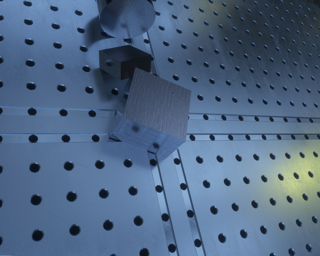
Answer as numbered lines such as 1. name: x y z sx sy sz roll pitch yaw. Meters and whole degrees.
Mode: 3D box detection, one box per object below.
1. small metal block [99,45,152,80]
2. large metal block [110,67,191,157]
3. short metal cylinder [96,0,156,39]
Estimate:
1. small metal block: -0.048 -0.091 0.423 0.050 0.025 0.050 -23 41 -36
2. large metal block: -0.010 -0.019 0.398 0.080 0.050 0.080 21 54 -16
3. short metal cylinder: -0.051 -0.178 0.454 0.081 0.080 0.050 0 62 -28
